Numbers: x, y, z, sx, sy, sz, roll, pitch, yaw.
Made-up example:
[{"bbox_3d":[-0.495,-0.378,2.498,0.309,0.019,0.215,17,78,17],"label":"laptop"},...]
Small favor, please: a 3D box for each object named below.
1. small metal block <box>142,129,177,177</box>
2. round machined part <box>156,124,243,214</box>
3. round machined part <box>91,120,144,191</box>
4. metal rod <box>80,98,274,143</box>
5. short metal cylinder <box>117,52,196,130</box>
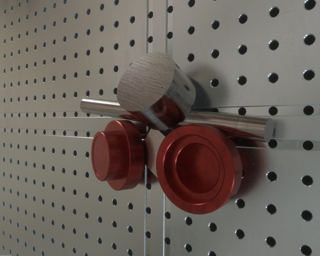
[{"bbox_3d":[0.003,0.031,0.402,0.050,0.025,0.050,44,116,31],"label":"small metal block"},{"bbox_3d":[0.047,0.044,0.352,0.098,0.042,0.097,2,94,37],"label":"round machined part"},{"bbox_3d":[-0.064,0.038,0.429,0.098,0.042,0.097,3,93,58],"label":"round machined part"},{"bbox_3d":[-0.004,-0.017,0.408,0.300,0.025,0.025,10,96,39],"label":"metal rod"},{"bbox_3d":[-0.004,-0.044,0.373,0.080,0.050,0.080,-17,55,27],"label":"short metal cylinder"}]
